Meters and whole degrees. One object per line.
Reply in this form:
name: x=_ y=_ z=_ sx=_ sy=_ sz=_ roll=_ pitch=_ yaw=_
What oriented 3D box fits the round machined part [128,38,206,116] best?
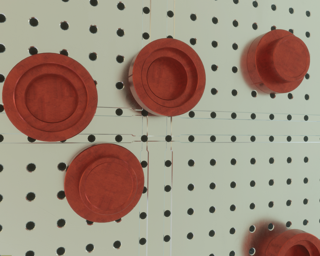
round machined part: x=0.006 y=-0.064 z=0.406 sx=0.099 sy=0.042 sz=0.097 roll=0 pitch=90 yaw=-20

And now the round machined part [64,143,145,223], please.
round machined part: x=-0.066 y=0.068 z=0.379 sx=0.099 sy=0.042 sz=0.097 roll=0 pitch=90 yaw=-20

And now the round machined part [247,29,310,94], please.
round machined part: x=0.186 y=-0.102 z=0.472 sx=0.099 sy=0.042 sz=0.097 roll=0 pitch=90 yaw=-20

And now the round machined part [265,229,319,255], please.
round machined part: x=0.203 y=0.204 z=0.478 sx=0.099 sy=0.042 sz=0.097 roll=0 pitch=90 yaw=-20

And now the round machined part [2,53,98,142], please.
round machined part: x=-0.125 y=-0.034 z=0.358 sx=0.099 sy=0.042 sz=0.097 roll=0 pitch=90 yaw=-20
